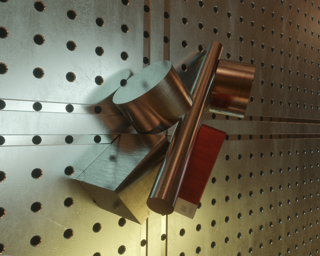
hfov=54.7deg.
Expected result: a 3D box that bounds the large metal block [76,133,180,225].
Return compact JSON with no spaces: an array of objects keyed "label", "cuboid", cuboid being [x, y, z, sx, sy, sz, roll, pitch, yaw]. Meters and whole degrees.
[{"label":"large metal block","cuboid":[-0.033,0.052,0.347,0.080,0.080,0.050,-47,119,-30]}]

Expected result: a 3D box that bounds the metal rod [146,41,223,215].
[{"label":"metal rod","cuboid":[0.043,-0.028,0.378,0.025,0.025,0.301,54,37,-26]}]

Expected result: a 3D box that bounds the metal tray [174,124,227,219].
[{"label":"metal tray","cuboid":[0.047,0.061,0.396,0.130,0.030,0.090,83,31,-67]}]

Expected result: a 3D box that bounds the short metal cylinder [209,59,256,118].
[{"label":"short metal cylinder","cuboid":[0.107,-0.058,0.459,0.080,0.050,0.080,12,91,-78]}]

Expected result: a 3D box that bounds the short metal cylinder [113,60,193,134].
[{"label":"short metal cylinder","cuboid":[-0.008,-0.036,0.368,0.080,0.080,0.050,-51,121,-28]}]
